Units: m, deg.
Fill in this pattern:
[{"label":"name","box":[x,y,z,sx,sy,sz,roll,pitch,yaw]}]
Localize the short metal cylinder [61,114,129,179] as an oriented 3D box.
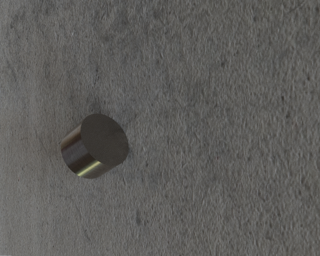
[{"label":"short metal cylinder","box":[-0.092,0.026,0.442,0.050,0.081,0.080,-33,70,35]}]
